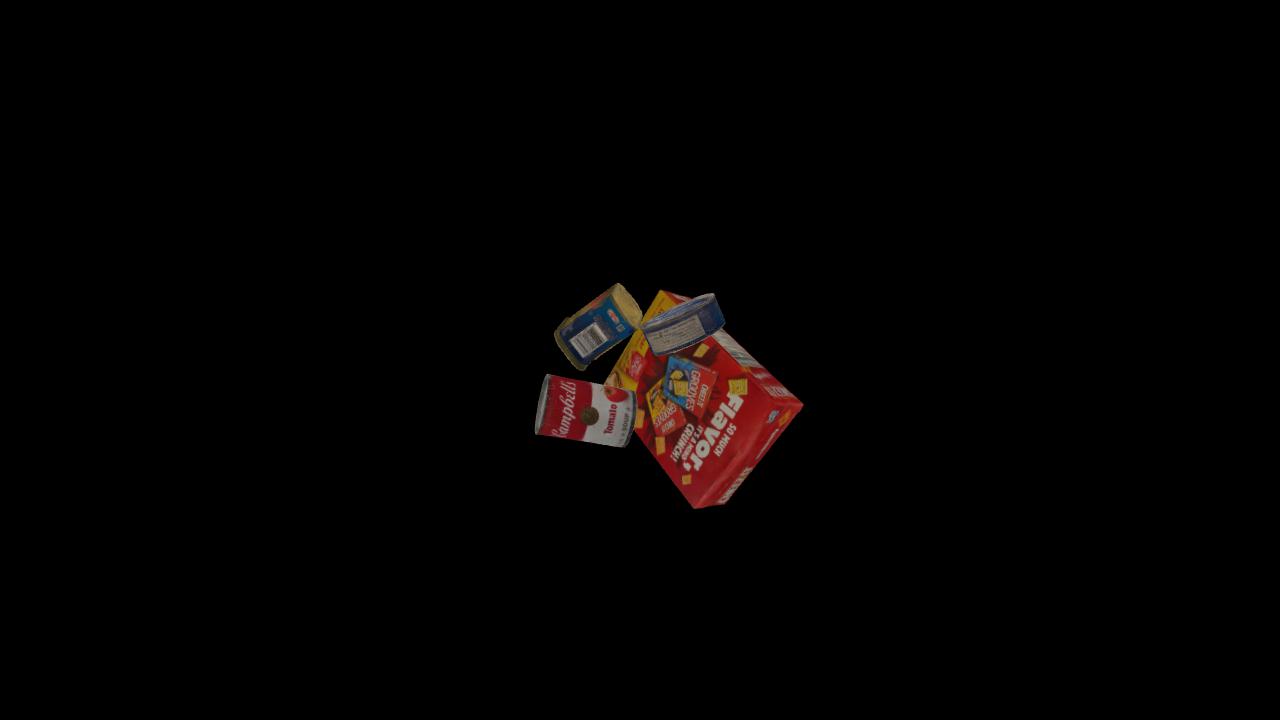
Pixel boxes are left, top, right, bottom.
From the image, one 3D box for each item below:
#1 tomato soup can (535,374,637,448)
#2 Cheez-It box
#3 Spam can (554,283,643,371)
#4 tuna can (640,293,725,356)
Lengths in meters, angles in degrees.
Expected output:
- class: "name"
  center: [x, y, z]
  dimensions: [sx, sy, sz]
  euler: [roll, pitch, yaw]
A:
- class: "tomato soup can"
  center: [-0.060, 0.058, 0.680]
  dimensions: [0.101, 0.068, 0.068]
  euler: [12, -3, -15]
- class: "Cheez-It box"
  center: [0.065, 0.044, 0.758]
  dimensions: [0.071, 0.166, 0.223]
  euler: [6, 33, -46]
- class: "Spam can"
  center: [-0.047, -0.042, 0.736]
  dimensions: [0.085, 0.058, 0.101]
  euler: [-34, 12, 14]
- class: "tuna can"
  center: [0.044, -0.036, 0.632]
  dimensions: [0.084, 0.034, 0.084]
  euler: [-24, 10, 5]
